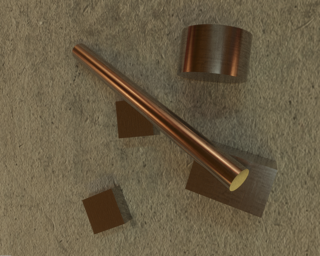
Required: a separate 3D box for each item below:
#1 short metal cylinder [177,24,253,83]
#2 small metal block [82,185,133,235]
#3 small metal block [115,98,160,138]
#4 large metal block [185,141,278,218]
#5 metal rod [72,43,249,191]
[{"bbox_3d":[0.062,-0.083,0.357,0.080,0.080,0.050,8,93,19],"label":"short metal cylinder"},{"bbox_3d":[-0.074,0.114,0.434,0.050,0.025,0.050,-24,82,18],"label":"small metal block"},{"bbox_3d":[-0.030,-0.013,0.419,0.050,0.025,0.050,-6,88,19],"label":"small metal block"},{"bbox_3d":[0.083,0.052,0.350,0.080,0.080,0.050,18,96,18],"label":"large metal block"},{"bbox_3d":[-0.023,-0.032,0.363,0.300,0.025,0.025,40,103,35],"label":"metal rod"}]
